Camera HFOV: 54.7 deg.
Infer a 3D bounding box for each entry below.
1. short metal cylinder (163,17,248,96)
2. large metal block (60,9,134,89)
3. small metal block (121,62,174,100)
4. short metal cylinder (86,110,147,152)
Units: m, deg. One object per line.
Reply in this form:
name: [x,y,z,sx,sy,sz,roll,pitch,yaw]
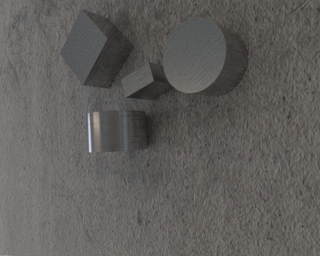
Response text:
short metal cylinder: [0.050,-0.077,0.347,0.080,0.050,0.080,0,90,40]
large metal block: [-0.097,-0.118,0.469,0.080,0.050,0.080,51,120,28]
small metal block: [-0.012,-0.059,0.399,0.050,0.050,0.025,-25,75,37]
short metal cylinder: [-0.058,0.005,0.417,0.080,0.081,0.050,-5,87,40]
